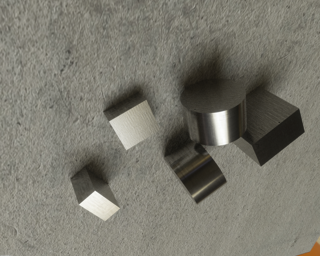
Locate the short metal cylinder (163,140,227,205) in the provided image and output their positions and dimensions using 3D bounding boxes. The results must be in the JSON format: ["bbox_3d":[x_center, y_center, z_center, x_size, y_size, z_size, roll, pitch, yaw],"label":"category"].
[{"bbox_3d":[0.049,0.061,0.437,0.050,0.080,0.080,-36,129,-5],"label":"short metal cylinder"}]

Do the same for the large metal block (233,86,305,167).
[{"bbox_3d":[0.145,-0.005,0.450,0.080,0.080,0.050,-37,130,-4],"label":"large metal block"}]

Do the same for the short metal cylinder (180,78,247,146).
[{"bbox_3d":[0.069,-0.022,0.397,0.081,0.080,0.050,-24,127,-14],"label":"short metal cylinder"}]

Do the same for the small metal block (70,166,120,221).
[{"bbox_3d":[-0.084,0.084,0.398,0.025,0.050,0.050,-41,130,0],"label":"small metal block"}]

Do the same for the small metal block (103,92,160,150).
[{"bbox_3d":[-0.034,-0.009,0.384,0.050,0.025,0.050,-31,129,-8],"label":"small metal block"}]
